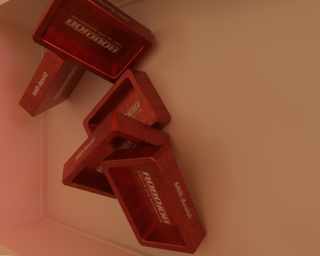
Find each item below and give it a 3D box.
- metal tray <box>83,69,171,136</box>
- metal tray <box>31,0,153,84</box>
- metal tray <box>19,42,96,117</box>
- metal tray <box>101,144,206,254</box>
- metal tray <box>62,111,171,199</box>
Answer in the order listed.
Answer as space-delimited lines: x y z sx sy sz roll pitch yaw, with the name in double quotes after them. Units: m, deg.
-0.053 -0.010 0.447 0.129 0.030 0.090 -43 64 31 "metal tray"
-0.087 -0.122 0.410 0.090 0.131 0.030 -41 38 32 "metal tray"
-0.159 -0.082 0.490 0.030 0.090 0.129 44 123 -1 "metal tray"
-0.008 0.087 0.375 0.090 0.030 0.129 -10 110 39 "metal tray"
-0.058 0.042 0.409 0.129 0.090 0.030 -43 38 32 "metal tray"
